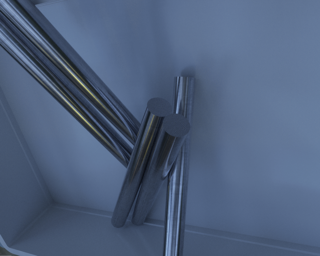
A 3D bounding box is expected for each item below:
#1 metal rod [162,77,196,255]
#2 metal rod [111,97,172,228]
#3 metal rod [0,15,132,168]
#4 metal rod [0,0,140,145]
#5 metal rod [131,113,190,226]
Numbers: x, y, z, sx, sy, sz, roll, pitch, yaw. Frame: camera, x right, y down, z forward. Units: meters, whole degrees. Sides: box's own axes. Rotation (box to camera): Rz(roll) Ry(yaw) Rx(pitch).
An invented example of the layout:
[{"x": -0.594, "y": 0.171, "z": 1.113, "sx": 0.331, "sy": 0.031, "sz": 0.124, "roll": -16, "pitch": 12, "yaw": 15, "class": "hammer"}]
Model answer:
[{"x": 0.020, "y": 0.090, "z": 0.373, "sx": 0.025, "sy": 0.025, "sz": 0.298, "roll": 6, "pitch": 95, "yaw": 25, "class": "metal rod"}, {"x": -0.036, "y": 0.069, "z": 0.416, "sx": 0.025, "sy": 0.025, "sz": 0.298, "roll": 31, "pitch": 140, "yaw": 8, "class": "metal rod"}, {"x": -0.081, "y": -0.009, "z": 0.370, "sx": 0.025, "sy": 0.025, "sz": 0.300, "roll": -6, "pitch": 140, "yaw": 31, "class": "metal rod"}, {"x": -0.058, "y": -0.028, "z": 0.339, "sx": 0.025, "sy": 0.025, "sz": 0.300, "roll": -6, "pitch": 142, "yaw": 31, "class": "metal rod"}, {"x": -0.011, "y": 0.075, "z": 0.400, "sx": 0.025, "sy": 0.025, "sz": 0.298, "roll": 31, "pitch": 148, "yaw": 8, "class": "metal rod"}]
